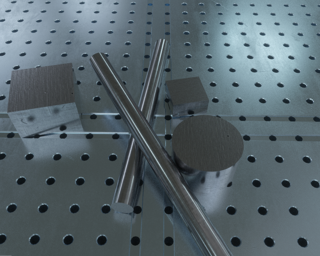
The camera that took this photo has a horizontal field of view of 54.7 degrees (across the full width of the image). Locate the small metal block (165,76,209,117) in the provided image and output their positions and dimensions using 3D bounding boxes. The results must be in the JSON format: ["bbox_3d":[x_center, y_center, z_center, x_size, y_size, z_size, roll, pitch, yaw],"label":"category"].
[{"bbox_3d":[0.038,-0.046,0.446,0.050,0.025,0.050,-9,51,-8],"label":"small metal block"}]

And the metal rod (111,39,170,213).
[{"bbox_3d":[-0.018,-0.027,0.430,0.025,0.025,0.300,7,50,5],"label":"metal rod"}]

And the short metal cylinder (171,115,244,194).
[{"bbox_3d":[0.053,0.031,0.366,0.081,0.050,0.080,0,50,0],"label":"short metal cylinder"}]

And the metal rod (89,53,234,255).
[{"bbox_3d":[-0.012,0.019,0.362,0.025,0.025,0.299,-24,63,-19],"label":"metal rod"}]

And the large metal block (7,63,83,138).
[{"bbox_3d":[-0.154,-0.039,0.422,0.081,0.050,0.080,-10,51,-9],"label":"large metal block"}]
